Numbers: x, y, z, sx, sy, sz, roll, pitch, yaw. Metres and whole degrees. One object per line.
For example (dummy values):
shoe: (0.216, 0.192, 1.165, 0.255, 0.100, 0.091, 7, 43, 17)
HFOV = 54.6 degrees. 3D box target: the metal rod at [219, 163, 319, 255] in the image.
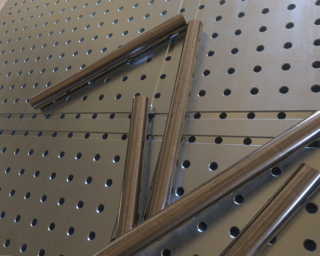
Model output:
metal rod: (0.046, 0.151, 0.292, 0.300, 0.025, 0.025, -46, 51, -4)

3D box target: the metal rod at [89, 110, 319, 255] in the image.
metal rod: (0.044, 0.073, 0.321, 0.301, 0.025, 0.025, -32, 51, -1)

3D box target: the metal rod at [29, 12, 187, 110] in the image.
metal rod: (-0.092, -0.108, 0.524, 0.300, 0.025, 0.025, -26, 53, 12)

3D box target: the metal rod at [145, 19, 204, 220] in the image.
metal rod: (0.025, -0.026, 0.411, 0.025, 0.025, 0.300, -2, 61, 27)

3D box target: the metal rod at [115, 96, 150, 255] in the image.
metal rod: (-0.036, 0.090, 0.372, 0.025, 0.025, 0.300, -10, 57, 23)
